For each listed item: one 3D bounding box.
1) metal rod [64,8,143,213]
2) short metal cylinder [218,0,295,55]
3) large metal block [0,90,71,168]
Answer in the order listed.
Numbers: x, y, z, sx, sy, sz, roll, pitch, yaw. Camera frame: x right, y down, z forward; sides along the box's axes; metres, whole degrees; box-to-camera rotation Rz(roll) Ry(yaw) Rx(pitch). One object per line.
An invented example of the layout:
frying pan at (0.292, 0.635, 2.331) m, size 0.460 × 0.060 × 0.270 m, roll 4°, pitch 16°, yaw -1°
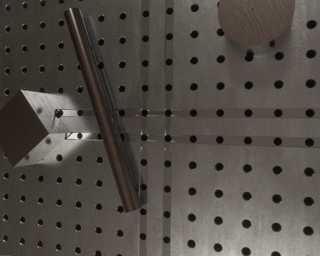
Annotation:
metal rod at (-0.082, -0.029, 0.440) m, size 0.025 × 0.025 × 0.299 m, roll -20°, pitch 83°, yaw 18°
short metal cylinder at (0.112, -0.130, 0.360) m, size 0.080 × 0.050 × 0.079 m, roll 0°, pitch 90°, yaw 19°
large metal block at (-0.197, 0.001, 0.467) m, size 0.080 × 0.050 × 0.080 m, roll -40°, pitch 78°, yaw 15°
